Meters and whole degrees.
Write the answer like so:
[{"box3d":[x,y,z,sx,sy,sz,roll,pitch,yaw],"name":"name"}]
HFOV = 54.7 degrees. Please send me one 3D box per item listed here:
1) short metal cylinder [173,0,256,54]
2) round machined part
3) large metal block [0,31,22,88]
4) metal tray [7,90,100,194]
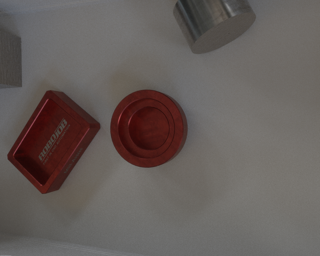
[{"box3d":[0.062,-0.129,0.359,0.080,0.080,0.050,-27,81,18],"name":"short metal cylinder"},{"box3d":[-0.011,0.001,0.405,0.098,0.042,0.097,0,90,19],"name":"round machined part"},{"box3d":[-0.261,-0.105,0.471,0.050,0.080,0.079,-1,90,20],"name":"large metal block"},{"box3d":[-0.160,0.021,0.462,0.090,0.030,0.129,39,102,15],"name":"metal tray"}]
